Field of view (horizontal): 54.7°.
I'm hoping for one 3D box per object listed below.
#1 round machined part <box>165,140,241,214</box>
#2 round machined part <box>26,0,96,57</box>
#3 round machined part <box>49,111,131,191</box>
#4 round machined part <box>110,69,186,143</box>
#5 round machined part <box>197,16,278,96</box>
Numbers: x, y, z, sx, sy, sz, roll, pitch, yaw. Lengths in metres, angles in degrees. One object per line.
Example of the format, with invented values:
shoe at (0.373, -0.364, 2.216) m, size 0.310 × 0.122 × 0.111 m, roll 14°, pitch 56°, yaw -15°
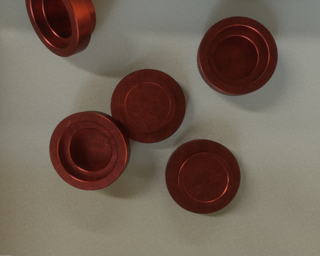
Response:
round machined part at (0.056, 0.064, 0.404) m, size 0.099 × 0.042 × 0.097 m, roll 0°, pitch 90°, yaw -1°
round machined part at (-0.118, -0.141, 0.383) m, size 0.042 × 0.098 × 0.098 m, roll -37°, pitch 91°, yaw -39°
round machined part at (-0.085, 0.026, 0.396) m, size 0.099 × 0.042 × 0.097 m, roll 1°, pitch 97°, yaw 8°
round machined part at (-0.015, -0.029, 0.403) m, size 0.099 × 0.042 × 0.097 m, roll 0°, pitch 90°, yaw -1°
round machined part at (0.097, -0.090, 0.404) m, size 0.099 × 0.042 × 0.097 m, roll 0°, pitch 90°, yaw -1°
